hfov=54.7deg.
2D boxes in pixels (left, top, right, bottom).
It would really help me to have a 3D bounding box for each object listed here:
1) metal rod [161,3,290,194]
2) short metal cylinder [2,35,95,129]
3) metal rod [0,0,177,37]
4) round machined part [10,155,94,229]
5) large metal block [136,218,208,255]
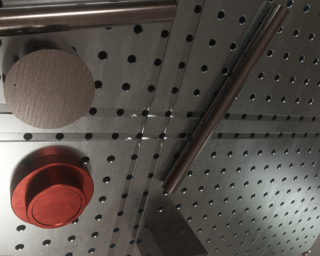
[{"bbox_3d":[0.086,-0.031,0.440,0.025,0.025,0.298,19,108,-36],"label":"metal rod"},{"bbox_3d":[-0.111,-0.046,0.307,0.081,0.050,0.079,-14,125,-21],"label":"short metal cylinder"},{"bbox_3d":[-0.125,-0.098,0.282,0.303,0.025,0.025,-13,124,-22],"label":"metal rod"},{"bbox_3d":[-0.130,0.085,0.383,0.099,0.042,0.097,-14,125,-21],"label":"round machined part"},{"bbox_3d":[0.018,0.198,0.510,0.081,0.080,0.050,6,115,-32],"label":"large metal block"}]
